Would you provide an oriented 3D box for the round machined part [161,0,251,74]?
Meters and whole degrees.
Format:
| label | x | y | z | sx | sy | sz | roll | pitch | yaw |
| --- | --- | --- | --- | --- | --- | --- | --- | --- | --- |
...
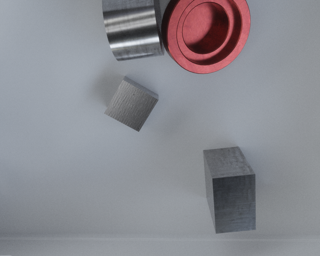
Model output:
| label | x | y | z | sx | sy | sz | roll | pitch | yaw |
| --- | --- | --- | --- | --- | --- | --- | --- | --- | --- |
| round machined part | 0.048 | -0.115 | 0.350 | 0.099 | 0.042 | 0.097 | -9 | 122 | -15 |

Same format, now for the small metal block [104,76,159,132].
| label | x | y | z | sx | sy | sz | roll | pitch | yaw |
| --- | --- | --- | --- | --- | --- | --- | --- | --- | --- |
| small metal block | -0.036 | -0.031 | 0.399 | 0.050 | 0.025 | 0.050 | 29 | 107 | -11 |

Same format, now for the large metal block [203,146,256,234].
| label | x | y | z | sx | sy | sz | roll | pitch | yaw |
| --- | --- | --- | --- | --- | --- | --- | --- | --- | --- |
| large metal block | 0.091 | 0.080 | 0.413 | 0.050 | 0.080 | 0.079 | -6 | 110 | 2 |

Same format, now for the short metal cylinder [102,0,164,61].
| label | x | y | z | sx | sy | sz | roll | pitch | yaw |
| --- | --- | --- | --- | --- | --- | --- | --- | --- | --- |
| short metal cylinder | -0.026 | -0.116 | 0.337 | 0.050 | 0.080 | 0.079 | -6 | 110 | 7 |
